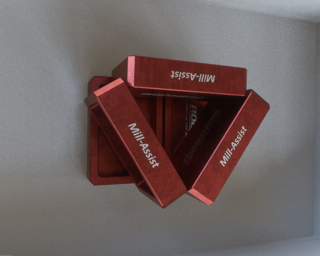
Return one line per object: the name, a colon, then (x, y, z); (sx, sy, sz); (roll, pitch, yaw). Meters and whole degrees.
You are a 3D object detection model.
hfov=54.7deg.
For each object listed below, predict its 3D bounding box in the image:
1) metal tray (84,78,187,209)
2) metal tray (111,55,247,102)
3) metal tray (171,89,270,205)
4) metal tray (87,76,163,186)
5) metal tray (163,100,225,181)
metal tray: (-0.030, 0.016, 0.331); (0.030, 0.090, 0.130); (-33, 101, -16)
metal tray: (0.018, -0.051, 0.348); (0.131, 0.090, 0.030); (2, 90, -20)
metal tray: (0.061, 0.018, 0.364); (0.030, 0.090, 0.130); (37, 79, -16)
metal tray: (-0.044, 0.003, 0.391); (0.091, 0.030, 0.129); (0, 89, -20)
metal tray: (0.043, 0.005, 0.422); (0.091, 0.030, 0.129); (1, 89, -20)
